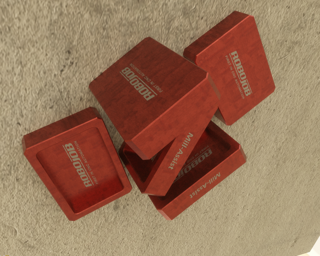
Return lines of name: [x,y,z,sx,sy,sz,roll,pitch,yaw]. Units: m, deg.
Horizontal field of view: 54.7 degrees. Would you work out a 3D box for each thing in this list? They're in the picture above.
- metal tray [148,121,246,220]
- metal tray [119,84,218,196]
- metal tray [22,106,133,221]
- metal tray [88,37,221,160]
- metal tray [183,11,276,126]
metal tray: [0.037,0.050,0.419,0.130,0.090,0.030,-37,130,-4]
metal tray: [0.004,0.004,0.372,0.030,0.090,0.129,18,109,-36]
metal tray: [-0.096,0.048,0.383,0.091,0.030,0.129,-26,128,-13]
metal tray: [-0.013,-0.038,0.311,0.090,0.130,0.030,-40,130,-2]
metal tray: [0.097,-0.075,0.414,0.090,0.030,0.130,-38,130,-3]
